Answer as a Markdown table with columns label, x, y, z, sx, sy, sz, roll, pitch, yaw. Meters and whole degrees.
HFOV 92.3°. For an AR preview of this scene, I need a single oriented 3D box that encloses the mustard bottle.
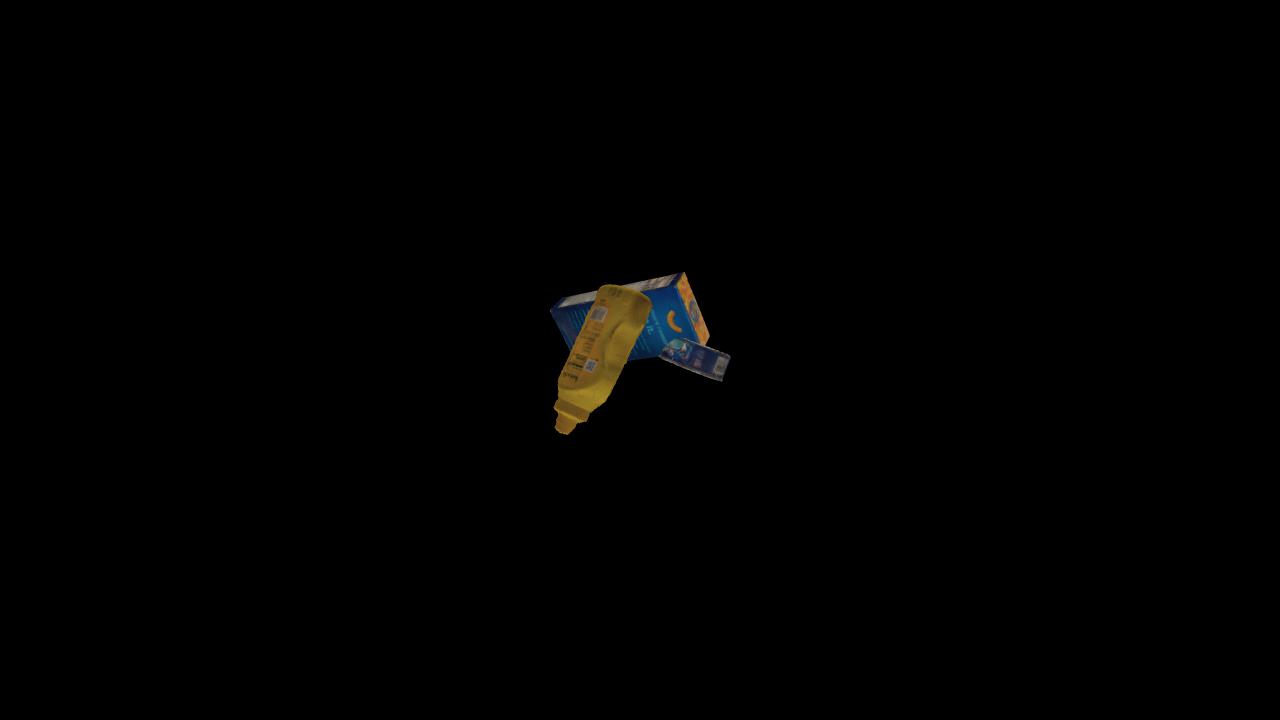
| label | x | y | z | sx | sy | sz | roll | pitch | yaw |
| --- | --- | --- | --- | --- | --- | --- | --- | --- | --- |
| mustard bottle | -0.054 | 0.002 | 0.725 | 0.054 | 0.184 | 0.092 | 31 | -10 | -40 |

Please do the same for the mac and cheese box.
| label | x | y | z | sx | sy | sz | roll | pitch | yaw |
| --- | --- | --- | --- | --- | --- | --- | --- | --- | --- |
| mac and cheese box | -0.015 | -0.046 | 0.762 | 0.184 | 0.093 | 0.041 | -7 | 30 | 31 |

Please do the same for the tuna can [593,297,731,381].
| label | x | y | z | sx | sy | sz | roll | pitch | yaw |
| --- | --- | --- | --- | --- | --- | --- | --- | --- | --- |
| tuna can | 0.067 | -0.004 | 0.751 | 0.084 | 0.034 | 0.084 | 21 | 4 | -2 |
